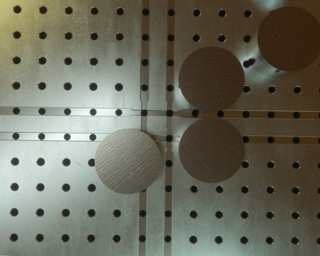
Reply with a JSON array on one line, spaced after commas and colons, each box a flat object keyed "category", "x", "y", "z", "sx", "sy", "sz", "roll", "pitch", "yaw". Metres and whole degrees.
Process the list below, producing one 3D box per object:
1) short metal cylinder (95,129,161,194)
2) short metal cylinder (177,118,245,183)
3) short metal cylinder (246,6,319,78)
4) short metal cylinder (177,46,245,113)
[{"category": "short metal cylinder", "x": -0.039, "y": 0.040, "z": 0.400, "sx": 0.081, "sy": 0.050, "sz": 0.079, "roll": 0, "pitch": 90, "yaw": 0}, {"category": "short metal cylinder", "x": 0.063, "y": 0.027, "z": 0.401, "sx": 0.081, "sy": 0.050, "sz": 0.079, "roll": 0, "pitch": 90, "yaw": 0}, {"category": "short metal cylinder", "x": 0.159, "y": -0.109, "z": 0.402, "sx": 0.081, "sy": 0.050, "sz": 0.079, "roll": 0, "pitch": 90, "yaw": 0}, {"category": "short metal cylinder", "x": 0.063, "y": -0.060, "z": 0.401, "sx": 0.081, "sy": 0.050, "sz": 0.079, "roll": 0, "pitch": 90, "yaw": 0}]
